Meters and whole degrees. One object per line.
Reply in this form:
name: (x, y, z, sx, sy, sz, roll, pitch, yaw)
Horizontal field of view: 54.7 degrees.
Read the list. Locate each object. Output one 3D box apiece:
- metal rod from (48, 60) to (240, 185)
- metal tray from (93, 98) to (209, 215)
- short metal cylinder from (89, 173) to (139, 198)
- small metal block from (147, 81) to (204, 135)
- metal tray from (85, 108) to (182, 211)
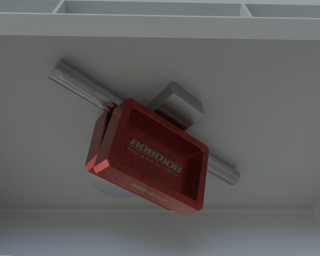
metal rod: (-0.003, 0.005, 0.413, 0.301, 0.025, 0.025, 32, 123, -25)
metal tray: (-0.003, 0.035, 0.361, 0.131, 0.090, 0.030, 32, 140, -25)
short metal cylinder: (-0.052, 0.055, 0.429, 0.080, 0.050, 0.080, 4, 137, 4)
small metal block: (0.018, -0.022, 0.389, 0.050, 0.025, 0.050, 33, 122, -26)
metal tray: (-0.025, 0.040, 0.399, 0.131, 0.090, 0.030, 32, 123, -25)
